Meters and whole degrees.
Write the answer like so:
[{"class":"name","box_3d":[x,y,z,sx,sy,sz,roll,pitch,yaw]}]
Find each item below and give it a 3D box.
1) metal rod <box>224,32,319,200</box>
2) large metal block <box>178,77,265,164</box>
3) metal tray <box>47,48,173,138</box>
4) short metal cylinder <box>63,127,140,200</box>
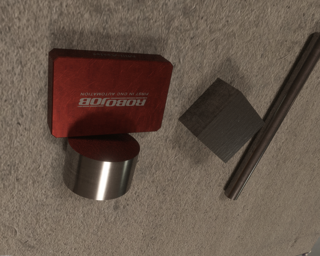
[{"class":"metal rod","box_3d":[0.183,-0.008,0.504,0.025,0.025,0.298,11,113,-33]},{"class":"large metal block","box_3d":[0.087,-0.009,0.435,0.080,0.050,0.080,-47,130,4]},{"class":"metal tray","box_3d":[-0.056,-0.038,0.350,0.131,0.030,0.089,-3,120,-27]},{"class":"short metal cylinder","box_3d":[-0.068,0.038,0.359,0.081,0.080,0.050,1,118,-29]}]
